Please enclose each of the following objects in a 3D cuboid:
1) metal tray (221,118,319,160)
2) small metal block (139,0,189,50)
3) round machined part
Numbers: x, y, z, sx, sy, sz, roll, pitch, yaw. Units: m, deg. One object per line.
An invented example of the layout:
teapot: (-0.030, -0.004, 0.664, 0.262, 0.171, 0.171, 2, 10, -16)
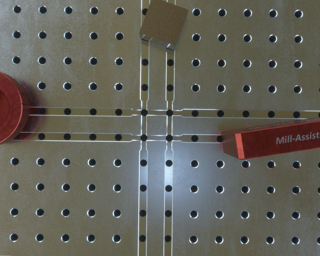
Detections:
metal tray: (0.150, 0.010, 0.381, 0.131, 0.090, 0.030, -8, 90, 0)
small metal block: (0.005, -0.138, 0.413, 0.050, 0.025, 0.050, 20, 90, 0)
round machined part: (-0.219, -0.025, 0.403, 0.099, 0.042, 0.097, 0, 90, 0)
